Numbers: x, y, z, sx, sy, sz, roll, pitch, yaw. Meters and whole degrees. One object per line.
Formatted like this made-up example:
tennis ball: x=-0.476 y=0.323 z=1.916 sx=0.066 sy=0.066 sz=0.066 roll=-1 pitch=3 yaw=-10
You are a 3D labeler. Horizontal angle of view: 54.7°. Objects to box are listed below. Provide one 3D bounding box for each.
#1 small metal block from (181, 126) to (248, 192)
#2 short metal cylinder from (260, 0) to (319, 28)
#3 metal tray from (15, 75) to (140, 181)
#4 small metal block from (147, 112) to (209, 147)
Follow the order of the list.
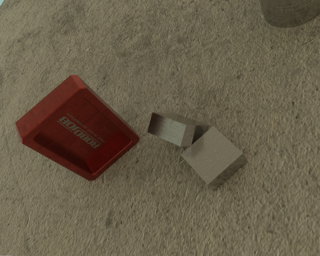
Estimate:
small metal block: x=0.061 y=0.034 z=0.351 sx=0.050 sy=0.025 sz=0.050 roll=-42 pitch=51 yaw=-1
short metal cylinder: x=0.173 y=-0.180 z=0.408 sx=0.080 sy=0.050 sz=0.080 roll=-13 pitch=56 yaw=21
metal tray: x=-0.094 y=0.006 z=0.382 sx=0.090 sy=0.130 sz=0.030 roll=-41 pitch=51 yaw=0
small metal block: x=0.022 y=0.001 z=0.372 sx=0.050 sy=0.050 sz=0.025 roll=22 pitch=103 yaw=36
